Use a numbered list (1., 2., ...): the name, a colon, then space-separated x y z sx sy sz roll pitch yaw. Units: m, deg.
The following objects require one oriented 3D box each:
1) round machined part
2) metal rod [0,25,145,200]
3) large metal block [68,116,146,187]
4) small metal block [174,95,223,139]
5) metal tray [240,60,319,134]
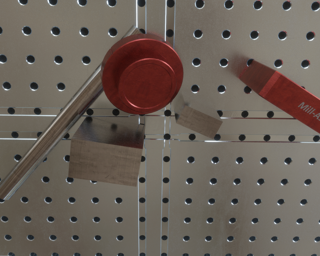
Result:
1. round machined part: -0.019 -0.057 0.367 0.099 0.042 0.097 -8 124 -12
2. metal rod: -0.124 -0.011 0.407 0.025 0.025 0.299 41 105 -14
3. large metal block: -0.064 0.027 0.393 0.081 0.080 0.050 9 110 -4
4. small metal block: 0.047 -0.015 0.395 0.050 0.050 0.025 23 108 -9
5. metal tray: 0.166 -0.029 0.370 0.131 0.090 0.030 29 107 -11
